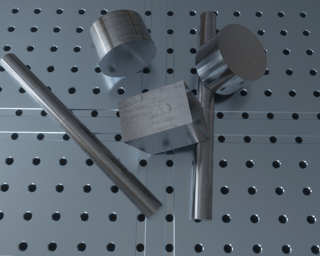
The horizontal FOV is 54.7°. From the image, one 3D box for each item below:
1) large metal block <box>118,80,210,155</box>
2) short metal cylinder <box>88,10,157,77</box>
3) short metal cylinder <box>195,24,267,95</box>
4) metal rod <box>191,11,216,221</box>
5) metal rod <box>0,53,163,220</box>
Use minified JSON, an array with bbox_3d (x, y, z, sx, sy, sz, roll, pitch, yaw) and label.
[{"bbox_3d":[0.007,-0.008,0.373,0.080,0.080,0.050,-17,70,17],"label":"large metal block"},{"bbox_3d":[-0.051,-0.113,0.423,0.080,0.080,0.050,-21,72,-7],"label":"short metal cylinder"},{"bbox_3d":[0.095,-0.091,0.415,0.081,0.050,0.080,9,70,-27],"label":"short metal cylinder"},{"bbox_3d":[0.062,-0.030,0.422,0.025,0.025,0.299,4,70,1],"label":"metal rod"},{"bbox_3d":[-0.111,0.002,0.409,0.300,0.025,0.025,43,76,14],"label":"metal rod"}]
